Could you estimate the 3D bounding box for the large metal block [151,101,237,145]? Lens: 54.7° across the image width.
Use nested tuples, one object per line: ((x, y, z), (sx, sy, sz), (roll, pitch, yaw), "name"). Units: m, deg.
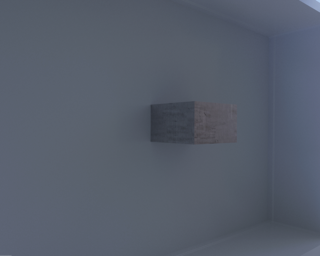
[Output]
((0.044, -0.006, 0.410), (0.081, 0.080, 0.050), (0, 90, -40), "large metal block")
